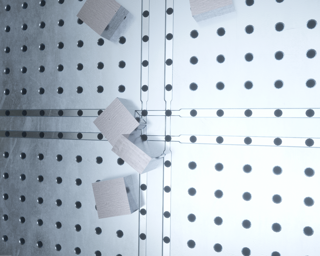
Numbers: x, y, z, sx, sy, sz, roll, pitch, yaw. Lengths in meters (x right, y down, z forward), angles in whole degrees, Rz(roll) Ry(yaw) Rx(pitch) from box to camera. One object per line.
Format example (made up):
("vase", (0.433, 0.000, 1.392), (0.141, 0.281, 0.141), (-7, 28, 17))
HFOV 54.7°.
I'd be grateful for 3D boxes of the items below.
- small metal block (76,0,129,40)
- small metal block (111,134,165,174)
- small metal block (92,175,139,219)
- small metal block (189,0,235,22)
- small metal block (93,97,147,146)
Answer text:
("small metal block", (-0.081, -0.162, 0.440), (0.050, 0.025, 0.050), (42, 103, 15))
("small metal block", (-0.028, 0.032, 0.408), (0.050, 0.050, 0.025), (37, 102, 16))
("small metal block", (-0.063, 0.096, 0.434), (0.050, 0.025, 0.050), (-14, 86, 19))
("small metal block", (0.063, -0.168, 0.390), (0.050, 0.025, 0.050), (-11, 87, 19))
("small metal block", (-0.056, -0.007, 0.431), (0.050, 0.025, 0.050), (-44, 77, 14))
